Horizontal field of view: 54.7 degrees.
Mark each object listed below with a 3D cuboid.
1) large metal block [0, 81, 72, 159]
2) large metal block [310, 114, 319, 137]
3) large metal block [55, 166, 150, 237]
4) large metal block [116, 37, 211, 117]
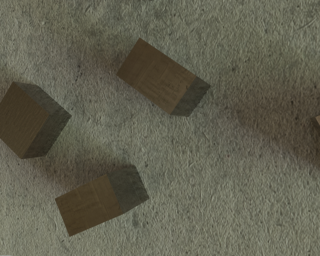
[{"bbox_3d":[-0.195,-0.011,0.465,0.080,0.050,0.080,39,102,15],"label":"large metal block"},{"bbox_3d":[0.216,0.008,0.319,0.080,0.050,0.080,-27,81,18],"label":"large metal block"},{"bbox_3d":[-0.072,0.093,0.405,0.080,0.080,0.050,-27,81,18],"label":"large metal block"},{"bbox_3d":[0.008,-0.058,0.377,0.080,0.080,0.050,38,102,16],"label":"large metal block"}]
